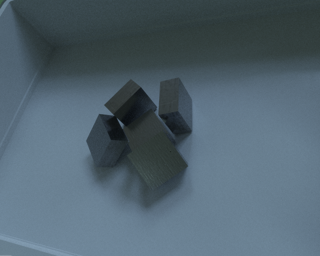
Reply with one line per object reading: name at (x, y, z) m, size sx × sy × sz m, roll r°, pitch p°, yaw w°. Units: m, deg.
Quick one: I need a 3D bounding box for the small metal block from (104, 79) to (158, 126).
small metal block at (-0.039, -0.030, 0.424) m, size 0.050 × 0.050 × 0.025 m, roll -45°, pitch 51°, yaw -3°

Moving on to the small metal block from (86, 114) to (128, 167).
small metal block at (-0.072, 0.017, 0.414) m, size 0.050 × 0.025 × 0.050 m, roll -58°, pitch 45°, yaw 29°

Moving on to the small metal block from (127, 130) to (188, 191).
small metal block at (-0.002, 0.037, 0.364) m, size 0.050 × 0.025 × 0.050 m, roll -35°, pitch 88°, yaw 4°

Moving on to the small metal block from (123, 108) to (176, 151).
small metal block at (-0.016, 0.011, 0.403) m, size 0.050 × 0.025 × 0.050 m, roll -36°, pitch 51°, yaw 4°

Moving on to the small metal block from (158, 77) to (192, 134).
small metal block at (0.021, -0.027, 0.391) m, size 0.025 × 0.050 × 0.050 m, roll -10°, pitch 57°, yaw 21°
